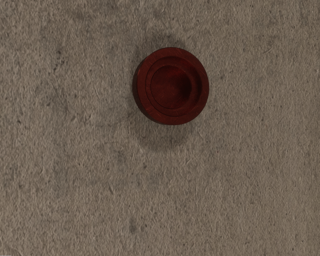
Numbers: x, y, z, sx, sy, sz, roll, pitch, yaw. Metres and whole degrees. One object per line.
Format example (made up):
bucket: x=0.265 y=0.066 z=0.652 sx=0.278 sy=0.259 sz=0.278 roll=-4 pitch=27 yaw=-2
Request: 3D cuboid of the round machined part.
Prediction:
round machined part: x=0.011 y=-0.052 z=0.405 sx=0.099 sy=0.042 sz=0.097 roll=0 pitch=90 yaw=-21
